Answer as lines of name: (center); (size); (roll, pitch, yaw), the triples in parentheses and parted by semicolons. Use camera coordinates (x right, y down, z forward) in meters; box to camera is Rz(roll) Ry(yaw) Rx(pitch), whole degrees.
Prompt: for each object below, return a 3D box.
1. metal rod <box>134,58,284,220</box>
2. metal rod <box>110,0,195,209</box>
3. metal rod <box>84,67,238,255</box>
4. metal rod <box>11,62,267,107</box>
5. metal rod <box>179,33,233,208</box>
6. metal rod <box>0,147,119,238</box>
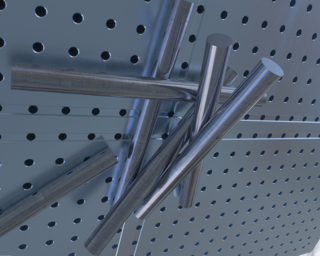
metal rod: (0.038, 0.037, 0.382); (0.025, 0.025, 0.298); (5, 138, -31)
metal rod: (-0.018, -0.009, 0.395); (0.025, 0.025, 0.298); (4, 116, -31)
metal rod: (0.002, 0.042, 0.412); (0.300, 0.025, 0.025); (-52, 129, -1)
metal rod: (0.000, -0.044, 0.350); (0.302, 0.025, 0.025); (1, 118, -27)
metal rod: (0.050, 0.019, 0.401); (0.025, 0.025, 0.298); (-17, 140, -19)
metal rod: (-0.186, 0.113, 0.378); (0.301, 0.025, 0.025); (-32, 129, -8)
